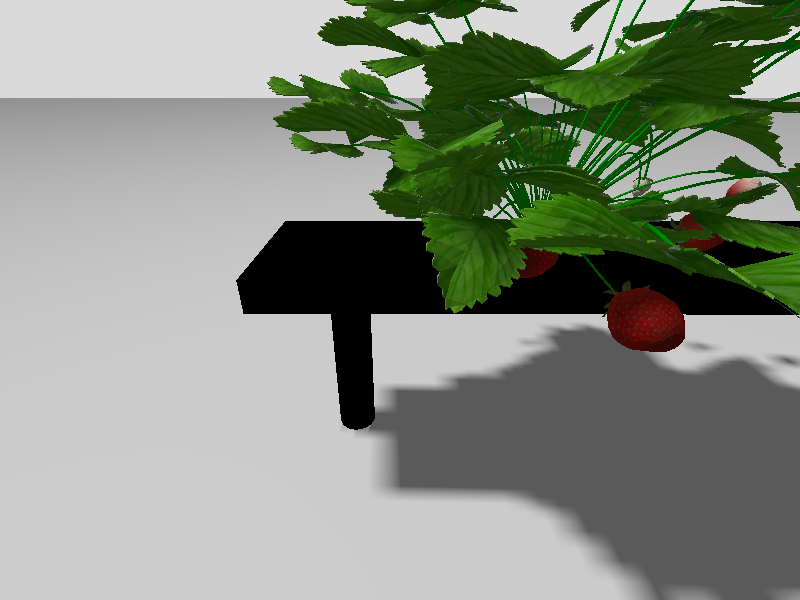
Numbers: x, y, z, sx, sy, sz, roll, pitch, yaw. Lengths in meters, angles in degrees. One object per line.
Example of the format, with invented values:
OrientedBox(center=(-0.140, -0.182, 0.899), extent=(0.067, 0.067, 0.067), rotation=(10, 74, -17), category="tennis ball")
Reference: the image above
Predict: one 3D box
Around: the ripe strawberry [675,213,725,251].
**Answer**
OrientedBox(center=(0.259, -0.057, 0.343), extent=(0.034, 0.033, 0.037), rotation=(5, 29, 8), category="ripe strawberry")

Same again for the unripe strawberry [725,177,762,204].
OrientedBox(center=(0.417, -0.133, 0.487), extent=(0.034, 0.033, 0.032), rotation=(-6, 16, 47), category="unripe strawberry")

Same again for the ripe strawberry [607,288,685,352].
OrientedBox(center=(0.133, 0.012, 0.214), extent=(0.038, 0.033, 0.038), rotation=(-1, 29, -2), category="ripe strawberry")

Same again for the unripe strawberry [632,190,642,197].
OrientedBox(center=(0.275, -0.124, 0.465), extent=(0.010, 0.010, 0.009), rotation=(-21, 35, -33), category="unripe strawberry")

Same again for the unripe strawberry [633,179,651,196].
OrientedBox(center=(0.311, -0.145, 0.516), extent=(0.021, 0.022, 0.020), rotation=(-24, 37, -37), category="unripe strawberry")

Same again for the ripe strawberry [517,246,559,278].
OrientedBox(center=(0.089, -0.035, 0.289), extent=(0.051, 0.045, 0.046), rotation=(12, 31, 21), category="ripe strawberry")
